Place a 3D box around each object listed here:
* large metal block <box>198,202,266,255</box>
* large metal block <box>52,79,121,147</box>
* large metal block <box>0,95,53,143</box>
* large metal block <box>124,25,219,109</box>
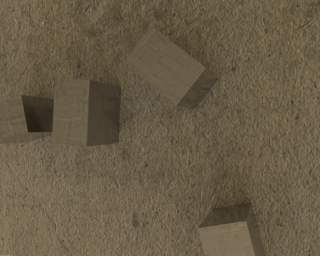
[{"bbox_3d":[0.086,0.137,0.349,0.050,0.080,0.080,-16,85,19],"label":"large metal block"},{"bbox_3d":[-0.095,-0.019,0.413,0.050,0.080,0.079,4,91,20],"label":"large metal block"},{"bbox_3d":[-0.197,-0.010,0.449,0.080,0.080,0.050,-14,86,19],"label":"large metal block"},{"bbox_3d":[0.017,-0.069,0.374,0.080,0.080,0.050,41,103,15],"label":"large metal block"}]
